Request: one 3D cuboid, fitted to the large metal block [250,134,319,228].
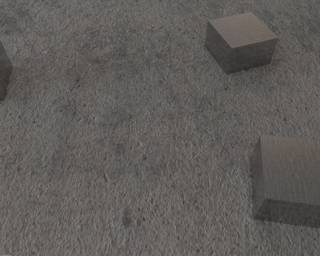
[{"bbox_3d":[0.147,0.058,0.339,0.080,0.050,0.080,7,50,5],"label":"large metal block"}]

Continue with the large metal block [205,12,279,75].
[{"bbox_3d":[0.129,-0.140,0.505,0.081,0.050,0.080,-16,52,-13],"label":"large metal block"}]

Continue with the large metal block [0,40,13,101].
[{"bbox_3d":[-0.273,-0.081,0.453,0.081,0.050,0.080,-6,50,-6],"label":"large metal block"}]
